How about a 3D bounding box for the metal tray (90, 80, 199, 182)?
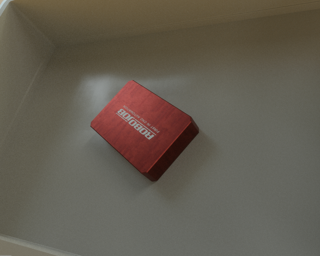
[{"bbox_3d":[-0.024,-0.001,0.415,0.090,0.030,0.130,-49,52,-7],"label":"metal tray"}]
